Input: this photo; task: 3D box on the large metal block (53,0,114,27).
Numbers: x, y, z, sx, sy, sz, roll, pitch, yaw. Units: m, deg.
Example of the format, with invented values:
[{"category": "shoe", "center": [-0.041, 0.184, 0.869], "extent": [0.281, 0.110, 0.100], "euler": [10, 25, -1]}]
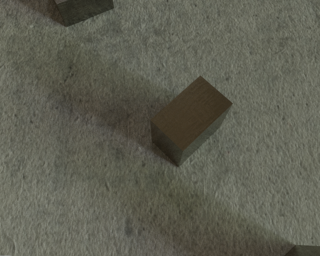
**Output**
[{"category": "large metal block", "center": [-0.127, -0.214, 0.471], "extent": [0.080, 0.050, 0.080], "euler": [-26, 72, -10]}]

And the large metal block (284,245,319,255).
[{"category": "large metal block", "center": [0.168, 0.171, 0.319], "extent": [0.050, 0.080, 0.080], "euler": [-36, 74, -12]}]

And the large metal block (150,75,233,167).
[{"category": "large metal block", "center": [0.036, -0.005, 0.381], "extent": [0.080, 0.080, 0.050], "euler": [-42, 76, -14]}]
